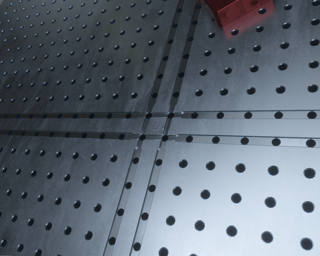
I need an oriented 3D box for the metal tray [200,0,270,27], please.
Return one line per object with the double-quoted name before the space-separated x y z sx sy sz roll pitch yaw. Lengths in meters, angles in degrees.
"metal tray" 0.106 -0.226 0.488 0.090 0.030 0.130 -28 52 10
